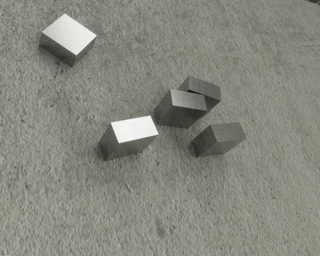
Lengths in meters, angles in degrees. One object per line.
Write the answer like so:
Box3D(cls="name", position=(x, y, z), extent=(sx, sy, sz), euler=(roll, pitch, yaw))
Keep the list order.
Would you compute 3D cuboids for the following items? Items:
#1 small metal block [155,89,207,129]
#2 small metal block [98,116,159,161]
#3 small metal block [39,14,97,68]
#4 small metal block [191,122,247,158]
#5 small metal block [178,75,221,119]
Box3D(cls="small metal block", position=(0.027, -0.024, 0.417), extent=(0.050, 0.050, 0.025), euler=(7, 59, -25))
Box3D(cls="small metal block", position=(-0.037, 0.012, 0.360), extent=(0.050, 0.050, 0.025), euler=(-12, 68, -33))
Box3D(cls="small metal block", position=(-0.121, -0.116, 0.409), extent=(0.050, 0.025, 0.050), euler=(34, 51, -6))
Box3D(cls="small metal block", position=(0.079, 0.016, 0.420), extent=(0.050, 0.050, 0.025), euler=(-5, 64, -30))
Box3D(cls="small metal block", position=(0.051, -0.043, 0.441), extent=(0.050, 0.050, 0.025), euler=(16, 55, -19))
